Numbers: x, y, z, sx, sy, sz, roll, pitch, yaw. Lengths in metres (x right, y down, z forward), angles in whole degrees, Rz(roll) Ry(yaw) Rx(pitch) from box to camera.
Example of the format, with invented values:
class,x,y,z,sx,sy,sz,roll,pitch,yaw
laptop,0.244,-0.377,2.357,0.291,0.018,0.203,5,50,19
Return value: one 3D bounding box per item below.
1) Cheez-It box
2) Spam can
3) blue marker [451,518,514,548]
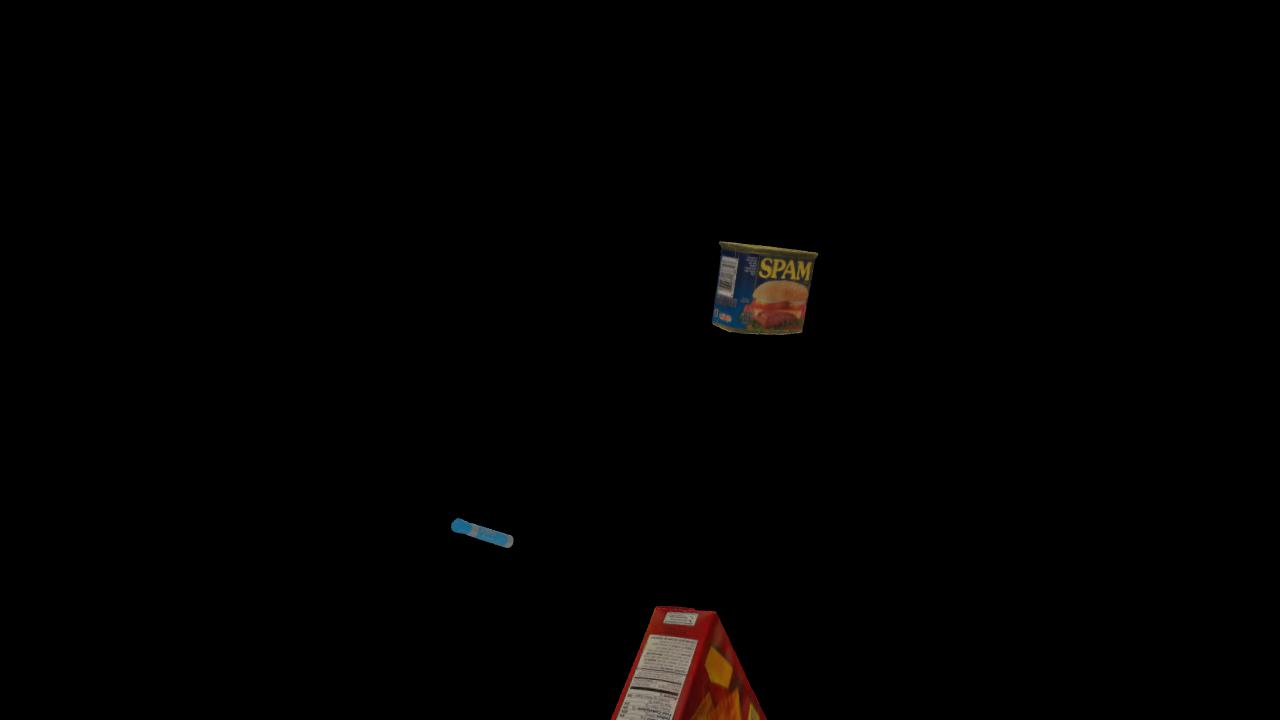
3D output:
class,x,y,z,sx,sy,sz,roll,pitch,yaw
Cheez-It box,0.032,0.352,0.514,0.071,0.166,0.223,-9,27,30
Spam can,0.125,-0.072,0.625,0.101,0.085,0.058,-1,15,-30
blue marker,-0.222,0.245,0.868,0.020,0.020,0.121,0,-25,29
